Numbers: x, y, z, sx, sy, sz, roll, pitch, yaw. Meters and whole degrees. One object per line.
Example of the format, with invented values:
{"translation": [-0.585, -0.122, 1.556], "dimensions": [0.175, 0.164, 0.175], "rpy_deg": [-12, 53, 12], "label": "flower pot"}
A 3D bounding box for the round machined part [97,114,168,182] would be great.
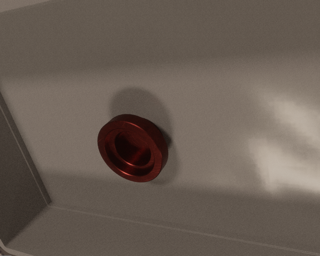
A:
{"translation": [-0.033, 0.024, 0.428], "dimensions": [0.098, 0.042, 0.097], "rpy_deg": [13, 124, 20], "label": "round machined part"}
